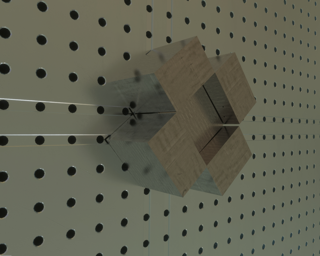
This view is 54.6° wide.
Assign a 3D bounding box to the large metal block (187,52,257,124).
[{"bbox_3d":[0.075,-0.052,0.435,0.050,0.080,0.080,-46,118,-30],"label":"large metal block"}]

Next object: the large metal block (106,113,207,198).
[{"bbox_3d":[-0.004,0.030,0.368,0.050,0.080,0.080,-46,118,-30],"label":"large metal block"}]

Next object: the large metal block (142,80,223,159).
[{"bbox_3d":[0.027,-0.011,0.413,0.080,0.050,0.080,-45,116,-28],"label":"large metal block"}]

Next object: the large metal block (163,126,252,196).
[{"bbox_3d":[0.066,0.041,0.429,0.080,0.080,0.050,-44,117,-31],"label":"large metal block"}]

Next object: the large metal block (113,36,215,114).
[{"bbox_3d":[0.005,-0.062,0.376,0.080,0.080,0.050,-46,118,-30],"label":"large metal block"}]
